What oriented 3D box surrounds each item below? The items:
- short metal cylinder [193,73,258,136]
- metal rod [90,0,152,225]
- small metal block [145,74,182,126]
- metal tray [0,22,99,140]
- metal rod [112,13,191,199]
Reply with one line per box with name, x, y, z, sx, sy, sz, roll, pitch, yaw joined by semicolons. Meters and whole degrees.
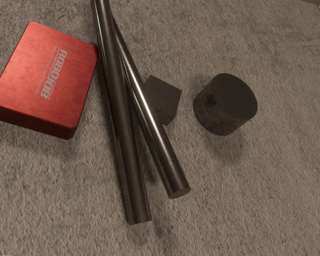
short metal cylinder;0.097;-0.035;0.463;0.081;0.050;0.080;14;56;-21
metal rod;-0.052;-0.038;0.375;0.025;0.025;0.299;-3;71;-30
small metal block;-0.002;-0.038;0.428;0.050;0.025;0.050;25;53;-13
metal tray;-0.130;-0.058;0.367;0.091;0.030;0.130;19;54;-18
metal rod;-0.032;-0.052;0.393;0.025;0.025;0.299;-5;56;-31
